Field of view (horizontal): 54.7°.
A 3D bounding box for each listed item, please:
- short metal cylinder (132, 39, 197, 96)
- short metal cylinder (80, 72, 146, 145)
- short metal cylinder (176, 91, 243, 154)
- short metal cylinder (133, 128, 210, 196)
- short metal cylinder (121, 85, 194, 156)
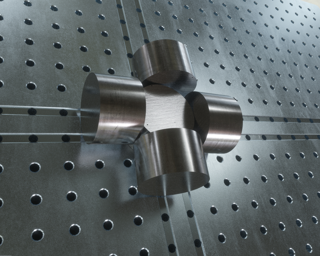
[{"bbox_3d":[0.005,-0.073,0.419,0.081,0.080,0.050,3,60,-27],"label":"short metal cylinder"},{"bbox_3d":[-0.056,-0.021,0.355,0.050,0.080,0.080,2,61,-28],"label":"short metal cylinder"},{"bbox_3d":[0.063,-0.006,0.411,0.050,0.080,0.080,4,60,-27],"label":"short metal cylinder"},{"bbox_3d":[0.012,0.041,0.353,0.081,0.080,0.050,6,59,-25],"label":"short metal cylinder"},{"bbox_3d":[-0.004,-0.008,0.395,0.081,0.050,0.080,14,55,-22],"label":"short metal cylinder"}]
